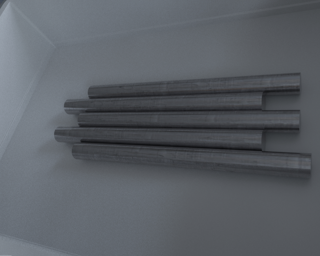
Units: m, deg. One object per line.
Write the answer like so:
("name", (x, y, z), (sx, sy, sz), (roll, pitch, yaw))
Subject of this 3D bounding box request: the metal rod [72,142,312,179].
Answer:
("metal rod", (0.015, 0.035, 0.373), (0.300, 0.025, 0.025), (1, 62, 28))

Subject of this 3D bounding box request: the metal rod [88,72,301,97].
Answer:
("metal rod", (0.027, -0.053, 0.421), (0.300, 0.025, 0.025), (1, 62, 28))

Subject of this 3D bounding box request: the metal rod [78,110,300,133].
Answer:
("metal rod", (0.017, -0.009, 0.400), (0.300, 0.025, 0.025), (1, 62, 28))

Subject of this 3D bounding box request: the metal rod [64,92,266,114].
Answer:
("metal rod", (-0.013, -0.032, 0.429), (0.300, 0.025, 0.025), (1, 62, 28))

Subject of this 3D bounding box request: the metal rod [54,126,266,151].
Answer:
("metal rod", (-0.020, 0.012, 0.406), (0.300, 0.025, 0.025), (1, 62, 28))
